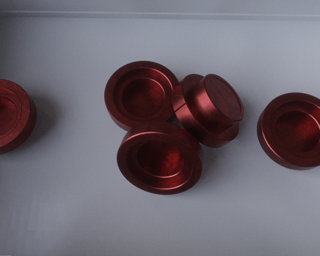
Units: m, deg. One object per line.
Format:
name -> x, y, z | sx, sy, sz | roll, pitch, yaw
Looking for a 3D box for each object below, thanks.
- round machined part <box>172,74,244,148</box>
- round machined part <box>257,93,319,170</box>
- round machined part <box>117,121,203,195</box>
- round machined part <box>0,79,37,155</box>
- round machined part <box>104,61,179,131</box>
round machined part -> 0.065, -0.028, 0.383 | 0.099, 0.042, 0.098 | 26, 45, -29
round machined part -> 0.174, 0.007, 0.399 | 0.099, 0.042, 0.098 | 0, 70, 0
round machined part -> 0.002, 0.031, 0.368 | 0.099, 0.097, 0.042 | 11, 38, 4
round machined part -> -0.210, -0.011, 0.403 | 0.099, 0.042, 0.098 | 0, 70, 0
round machined part -> -0.022, -0.037, 0.414 | 0.099, 0.042, 0.098 | 0, 70, 0
